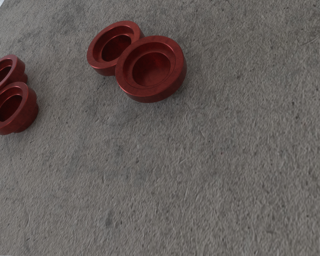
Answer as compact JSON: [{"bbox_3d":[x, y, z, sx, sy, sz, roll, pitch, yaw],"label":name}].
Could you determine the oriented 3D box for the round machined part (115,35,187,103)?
[{"bbox_3d":[-0.010,-0.078,0.439,0.098,0.042,0.098,-7,66,15],"label":"round machined part"}]

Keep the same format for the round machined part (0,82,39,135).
[{"bbox_3d":[-0.256,-0.030,0.546,0.098,0.042,0.098,-13,56,21],"label":"round machined part"}]

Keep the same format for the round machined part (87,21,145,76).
[{"bbox_3d":[-0.066,-0.123,0.503,0.098,0.042,0.098,-13,56,21],"label":"round machined part"}]

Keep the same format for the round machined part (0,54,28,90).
[{"bbox_3d":[-0.301,-0.093,0.606,0.098,0.042,0.098,-16,52,22],"label":"round machined part"}]
